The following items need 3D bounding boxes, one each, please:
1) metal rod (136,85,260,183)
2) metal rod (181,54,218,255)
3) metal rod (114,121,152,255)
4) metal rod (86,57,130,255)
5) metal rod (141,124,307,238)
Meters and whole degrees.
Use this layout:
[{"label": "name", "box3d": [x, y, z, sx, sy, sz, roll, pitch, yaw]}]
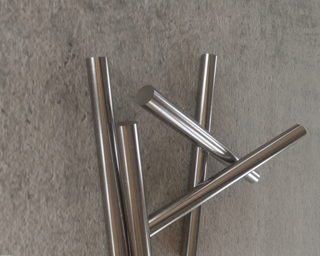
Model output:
[{"label": "metal rod", "box3d": [0.073, 0.025, 0.432, 0.301, 0.025, 0.025, 34, 69, -45]}, {"label": "metal rod", "box3d": [0.058, 0.040, 0.455, 0.025, 0.025, 0.298, 11, 83, -40]}, {"label": "metal rod", "box3d": [-0.023, 0.139, 0.366, 0.025, 0.025, 0.298, -17, 107, -39]}, {"label": "metal rod", "box3d": [-0.056, 0.070, 0.359, 0.025, 0.025, 0.298, -10, 96, -40]}, {"label": "metal rod", "box3d": [0.101, 0.068, 0.444, 0.302, 0.025, 0.025, -27, 108, -22]}]
